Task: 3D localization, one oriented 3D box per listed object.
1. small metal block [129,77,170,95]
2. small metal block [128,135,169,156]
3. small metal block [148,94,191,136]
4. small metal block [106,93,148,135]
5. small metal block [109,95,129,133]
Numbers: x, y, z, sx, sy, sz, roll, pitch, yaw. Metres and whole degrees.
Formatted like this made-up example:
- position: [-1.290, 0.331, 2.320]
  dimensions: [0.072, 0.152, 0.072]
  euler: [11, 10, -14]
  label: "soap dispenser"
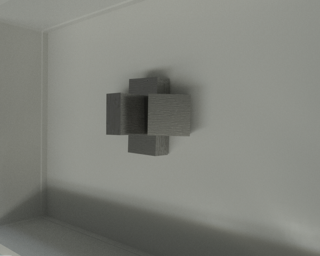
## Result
- position: [-0.015, -0.041, 0.416]
  dimensions: [0.050, 0.025, 0.050]
  euler: [3, 92, 39]
  label: "small metal block"
- position: [-0.016, 0.010, 0.417]
  dimensions: [0.050, 0.025, 0.050]
  euler: [3, 92, 40]
  label: "small metal block"
- position: [0.011, -0.016, 0.380]
  dimensions: [0.050, 0.025, 0.050]
  euler: [1, 92, 0]
  label: "small metal block"
- position: [-0.040, -0.017, 0.388]
  dimensions: [0.025, 0.050, 0.050]
  euler: [1, 91, 39]
  label: "small metal block"
- position: [-0.057, -0.019, 0.434]
  dimensions: [0.050, 0.025, 0.050]
  euler: [-172, 83, -83]
  label: "small metal block"
